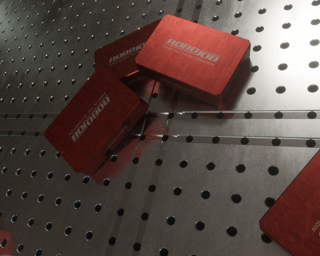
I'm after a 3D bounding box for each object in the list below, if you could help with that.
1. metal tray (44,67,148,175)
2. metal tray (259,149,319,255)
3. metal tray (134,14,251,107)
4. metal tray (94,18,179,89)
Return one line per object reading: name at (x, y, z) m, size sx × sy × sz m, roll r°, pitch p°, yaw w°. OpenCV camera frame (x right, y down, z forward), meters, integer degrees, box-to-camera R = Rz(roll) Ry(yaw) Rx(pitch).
metal tray at (-0.091, -0.011, 0.436) m, size 0.090 × 0.030 × 0.130 m, roll 41°, pitch 91°, yaw 26°
metal tray at (0.166, 0.070, 0.275) m, size 0.130 × 0.030 × 0.090 m, roll -47°, pitch 52°, yaw -6°
metal tray at (0.043, -0.094, 0.419) m, size 0.130 × 0.030 × 0.090 m, roll 26°, pitch 75°, yaw 21°
metal tray at (-0.040, -0.110, 0.492) m, size 0.130 × 0.030 × 0.090 m, roll -22°, pitch 54°, yaw 14°
